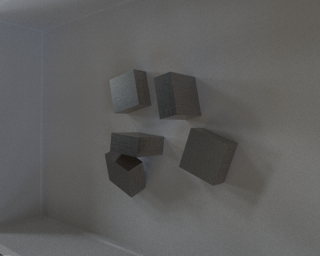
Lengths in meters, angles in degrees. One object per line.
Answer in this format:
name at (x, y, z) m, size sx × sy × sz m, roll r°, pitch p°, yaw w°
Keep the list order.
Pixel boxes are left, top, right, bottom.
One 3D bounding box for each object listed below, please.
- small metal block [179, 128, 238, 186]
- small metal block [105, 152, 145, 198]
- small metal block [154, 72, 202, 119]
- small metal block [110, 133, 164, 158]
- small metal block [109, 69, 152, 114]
small metal block at (0.056, 0.032, 0.361) m, size 0.050 × 0.025 × 0.050 m, roll 26°, pitch 106°, yaw 37°
small metal block at (-0.049, 0.061, 0.434) m, size 0.050 × 0.025 × 0.050 m, roll 29°, pitch 136°, yaw 36°
small metal block at (0.022, -0.037, 0.373) m, size 0.025 × 0.050 × 0.050 m, roll -14°, pitch 81°, yaw 39°
small metal block at (-0.030, 0.021, 0.416) m, size 0.050 × 0.050 × 0.025 m, roll 8°, pitch 95°, yaw 39°
small metal block at (-0.043, -0.051, 0.442) m, size 0.050 × 0.025 × 0.050 m, roll -16°, pitch 80°, yaw 39°
